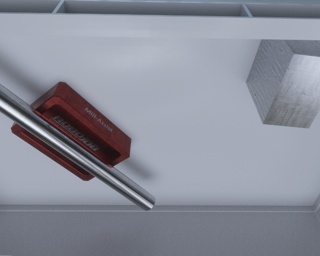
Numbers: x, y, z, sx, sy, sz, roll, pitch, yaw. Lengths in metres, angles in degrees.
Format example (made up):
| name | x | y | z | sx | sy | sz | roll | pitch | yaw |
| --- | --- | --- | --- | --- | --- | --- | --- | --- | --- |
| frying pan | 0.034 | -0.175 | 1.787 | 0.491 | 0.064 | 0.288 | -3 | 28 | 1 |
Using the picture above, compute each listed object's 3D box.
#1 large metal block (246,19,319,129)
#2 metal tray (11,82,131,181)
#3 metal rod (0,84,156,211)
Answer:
| name | x | y | z | sx | sy | sz | roll | pitch | yaw |
| --- | --- | --- | --- | --- | --- | --- | --- | --- | --- |
| large metal block | 0.136 | -0.058 | 0.326 | 0.050 | 0.080 | 0.079 | 5 | 130 | -5 |
| metal tray | -0.113 | 0.011 | 0.413 | 0.090 | 0.030 | 0.130 | -31 | 124 | 23 |
| metal rod | -0.112 | 0.025 | 0.388 | 0.025 | 0.025 | 0.300 | -32 | 124 | 24 |
